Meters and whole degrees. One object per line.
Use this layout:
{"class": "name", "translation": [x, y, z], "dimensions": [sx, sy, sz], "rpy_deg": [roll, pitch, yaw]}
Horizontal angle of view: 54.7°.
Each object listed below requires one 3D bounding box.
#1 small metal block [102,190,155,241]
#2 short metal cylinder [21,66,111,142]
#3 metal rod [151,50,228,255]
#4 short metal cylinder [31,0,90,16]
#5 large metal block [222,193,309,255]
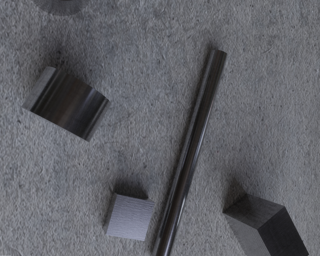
{"class": "small metal block", "translation": [-0.040, 0.112, 0.395], "dimensions": [0.050, 0.025, 0.050], "rpy_deg": [17, 84, -20]}
{"class": "short metal cylinder", "translation": [-0.102, -0.025, 0.343], "dimensions": [0.080, 0.080, 0.050], "rpy_deg": [31, 80, -18]}
{"class": "metal rod", "translation": [0.042, 0.036, 0.425], "dimensions": [0.025, 0.025, 0.299], "rpy_deg": [19, 84, -20]}
{"class": "short metal cylinder", "translation": [-0.114, -0.176, 0.354], "dimensions": [0.081, 0.050, 0.079], "rpy_deg": [0, 90, -21]}
{"class": "large metal block", "translation": [0.146, 0.147, 0.436], "dimensions": [0.050, 0.080, 0.080], "rpy_deg": [-33, 101, -17]}
